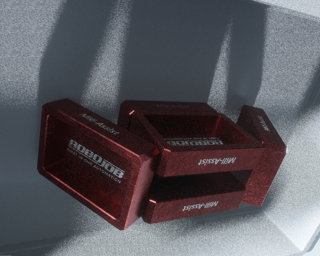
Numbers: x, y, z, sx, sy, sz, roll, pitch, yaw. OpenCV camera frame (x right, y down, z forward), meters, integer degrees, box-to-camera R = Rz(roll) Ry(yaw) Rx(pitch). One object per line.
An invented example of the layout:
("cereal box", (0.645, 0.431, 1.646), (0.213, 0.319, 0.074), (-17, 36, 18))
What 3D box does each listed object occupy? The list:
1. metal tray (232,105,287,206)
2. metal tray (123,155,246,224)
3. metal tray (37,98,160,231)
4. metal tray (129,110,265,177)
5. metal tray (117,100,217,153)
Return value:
("metal tray", (0.126, 0.033, 0.429), (0.030, 0.130, 0.089), (14, 115, -2))
("metal tray", (0.027, 0.066, 0.381), (0.131, 0.090, 0.030), (-1, 118, -29))
("metal tray", (-0.071, 0.035, 0.324), (0.030, 0.130, 0.089), (-26, 137, -55))
("metal tray", (0.041, 0.013, 0.355), (0.131, 0.090, 0.030), (0, 118, -29))
("metal tray", (0.007, 0.011, 0.414), (0.131, 0.030, 0.089), (-1, 119, -29))
